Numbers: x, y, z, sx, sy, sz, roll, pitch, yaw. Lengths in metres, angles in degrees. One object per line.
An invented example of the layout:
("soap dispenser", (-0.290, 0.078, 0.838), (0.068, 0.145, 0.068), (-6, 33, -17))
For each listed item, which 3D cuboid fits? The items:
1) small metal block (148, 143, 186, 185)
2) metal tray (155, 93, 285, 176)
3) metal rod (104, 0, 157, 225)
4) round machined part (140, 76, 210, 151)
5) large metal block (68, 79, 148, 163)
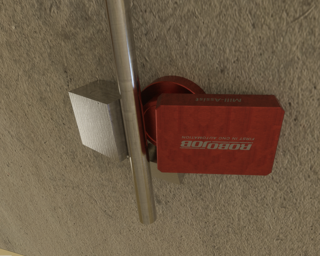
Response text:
("small metal block", (0.007, 0.050, 0.423), (0.050, 0.025, 0.050), (15, 150, 20))
("metal tray", (0.062, 0.008, 0.349), (0.131, 0.030, 0.089), (1, 122, 4))
("metal rod", (-0.030, -0.006, 0.366), (0.025, 0.025, 0.298), (7, 120, 24))
("round machined part", (0.013, -0.011, 0.383), (0.098, 0.042, 0.097), (13, 124, 21))
("large metal block", (-0.067, -0.012, 0.405), (0.080, 0.050, 0.079), (19, 128, 39))
